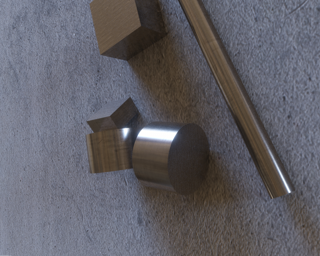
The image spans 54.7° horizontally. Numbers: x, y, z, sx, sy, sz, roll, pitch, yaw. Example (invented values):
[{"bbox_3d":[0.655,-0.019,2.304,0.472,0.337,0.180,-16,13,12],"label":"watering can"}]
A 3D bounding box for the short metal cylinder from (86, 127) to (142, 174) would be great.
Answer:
[{"bbox_3d":[-0.056,0.030,0.414,0.080,0.081,0.050,-11,85,39],"label":"short metal cylinder"}]

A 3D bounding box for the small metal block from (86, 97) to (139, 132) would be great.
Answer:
[{"bbox_3d":[-0.067,-0.017,0.441,0.050,0.050,0.025,-9,119,39],"label":"small metal block"}]

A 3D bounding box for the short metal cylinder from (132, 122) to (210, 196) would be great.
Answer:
[{"bbox_3d":[0.014,0.033,0.357,0.050,0.081,0.079,4,93,40],"label":"short metal cylinder"}]

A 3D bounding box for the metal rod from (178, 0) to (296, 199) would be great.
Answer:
[{"bbox_3d":[0.069,-0.068,0.347,0.025,0.025,0.299,-33,70,35],"label":"metal rod"}]

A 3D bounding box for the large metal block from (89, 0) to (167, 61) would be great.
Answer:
[{"bbox_3d":[-0.045,-0.150,0.426,0.080,0.050,0.080,-22,76,38],"label":"large metal block"}]
